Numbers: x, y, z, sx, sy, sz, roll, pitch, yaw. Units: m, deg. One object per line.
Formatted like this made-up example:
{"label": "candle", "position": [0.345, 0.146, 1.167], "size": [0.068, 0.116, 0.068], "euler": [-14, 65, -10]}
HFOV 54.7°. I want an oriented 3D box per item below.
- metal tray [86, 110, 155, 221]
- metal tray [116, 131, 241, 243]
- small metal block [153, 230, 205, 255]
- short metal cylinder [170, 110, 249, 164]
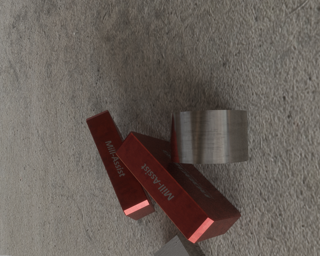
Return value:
{"label": "metal tray", "position": [-0.049, 0.051, 0.404], "size": [0.030, 0.090, 0.130], "euler": [-25, 70, -5]}
{"label": "metal tray", "position": [0.020, 0.061, 0.342], "size": [0.130, 0.090, 0.030], "euler": [45, 104, 30]}
{"label": "small metal block", "position": [0.027, 0.164, 0.383], "size": [0.050, 0.025, 0.050], "euler": [-49, 61, 28]}
{"label": "short metal cylinder", "position": [0.051, 0.009, 0.327], "size": [0.080, 0.081, 0.050], "euler": [-2, 89, 40]}
